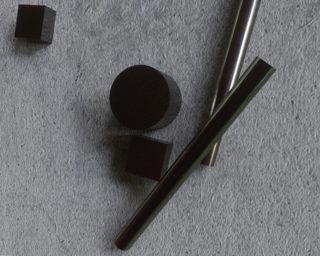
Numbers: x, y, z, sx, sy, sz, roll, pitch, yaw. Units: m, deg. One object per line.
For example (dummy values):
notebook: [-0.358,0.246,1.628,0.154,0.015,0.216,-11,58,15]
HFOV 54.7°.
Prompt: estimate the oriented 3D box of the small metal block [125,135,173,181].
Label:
small metal block: [-0.015,0.039,0.414,0.050,0.025,0.050,13,95,19]

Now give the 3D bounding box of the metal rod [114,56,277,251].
metal rod: [0.030,0.045,0.376,0.025,0.025,0.298,41,111,15]

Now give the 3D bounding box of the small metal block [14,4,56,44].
small metal block: [-0.192,-0.160,0.477,0.050,0.025,0.050,10,93,19]

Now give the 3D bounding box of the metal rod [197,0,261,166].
metal rod: [0.094,-0.099,0.375,0.025,0.025,0.298,17,95,19]

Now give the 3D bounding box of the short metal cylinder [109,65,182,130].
short metal cylinder: [-0.018,-0.038,0.402,0.080,0.050,0.079,0,90,20]
